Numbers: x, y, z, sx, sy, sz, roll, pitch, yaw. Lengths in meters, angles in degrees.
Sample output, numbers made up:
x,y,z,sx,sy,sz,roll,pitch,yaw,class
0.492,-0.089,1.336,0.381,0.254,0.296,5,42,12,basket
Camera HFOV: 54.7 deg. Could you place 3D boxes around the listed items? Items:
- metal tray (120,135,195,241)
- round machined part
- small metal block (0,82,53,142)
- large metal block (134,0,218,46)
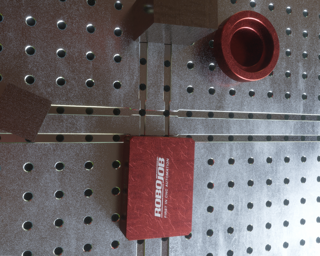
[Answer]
x,y,z,sx,sy,sz,roll,pitch,yaw,class
-0.003,0.076,0.410,0.091,0.030,0.129,2,89,-21,metal tray
0.120,-0.115,0.449,0.099,0.042,0.097,0,90,-21,round machined part
-0.158,-0.017,0.354,0.050,0.025,0.050,25,82,-19,small metal block
0.017,-0.141,0.390,0.081,0.080,0.050,-1,91,-20,large metal block
